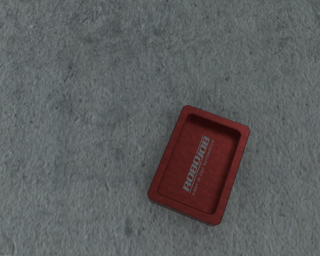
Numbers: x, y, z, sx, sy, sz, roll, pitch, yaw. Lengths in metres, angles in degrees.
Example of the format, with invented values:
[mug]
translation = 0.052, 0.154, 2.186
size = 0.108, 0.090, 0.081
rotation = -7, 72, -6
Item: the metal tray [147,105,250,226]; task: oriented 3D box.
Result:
[metal tray]
translation = 0.049, 0.045, 0.389
size = 0.090, 0.030, 0.130
rotation = 21, 71, 7
